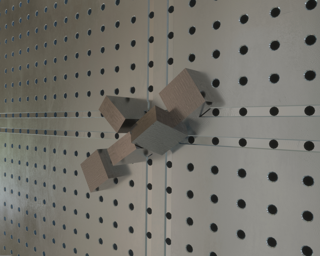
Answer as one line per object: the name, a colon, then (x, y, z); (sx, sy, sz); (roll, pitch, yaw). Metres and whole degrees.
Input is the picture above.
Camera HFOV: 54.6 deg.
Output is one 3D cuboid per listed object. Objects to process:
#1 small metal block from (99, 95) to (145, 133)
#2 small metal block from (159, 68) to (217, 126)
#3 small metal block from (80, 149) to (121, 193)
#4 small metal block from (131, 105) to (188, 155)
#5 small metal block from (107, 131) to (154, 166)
small metal block: (-0.049, -0.019, 0.435); (0.050, 0.050, 0.025); (48, 119, 29)
small metal block: (0.033, -0.037, 0.383); (0.050, 0.025, 0.050); (-41, 65, 32)
small metal block: (-0.094, 0.067, 0.489); (0.050, 0.025, 0.050); (-39, 66, 33)
small metal block: (-0.002, 0.004, 0.392); (0.050, 0.050, 0.025); (-40, 40, 33)
small metal block: (-0.035, 0.027, 0.423); (0.050, 0.050, 0.025); (-37, 68, 34)
